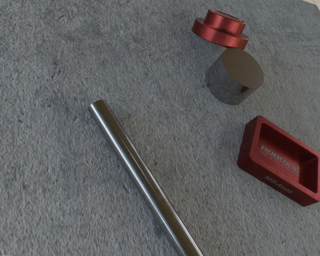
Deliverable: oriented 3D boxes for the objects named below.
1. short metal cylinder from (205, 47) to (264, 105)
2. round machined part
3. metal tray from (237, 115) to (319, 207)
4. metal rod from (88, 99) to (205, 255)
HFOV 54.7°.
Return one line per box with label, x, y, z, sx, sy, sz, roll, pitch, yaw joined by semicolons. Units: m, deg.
short metal cylinder;0.121;-0.084;0.507;0.081;0.050;0.080;14;56;-21
round machined part;0.108;-0.173;0.533;0.099;0.042;0.098;16;28;-9
metal tray;0.186;0.049;0.473;0.130;0.030;0.090;31;51;-8
metal rod;0.004;0.094;0.349;0.025;0.025;0.299;-25;75;-37
